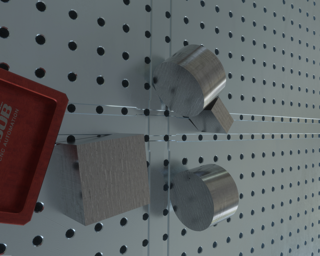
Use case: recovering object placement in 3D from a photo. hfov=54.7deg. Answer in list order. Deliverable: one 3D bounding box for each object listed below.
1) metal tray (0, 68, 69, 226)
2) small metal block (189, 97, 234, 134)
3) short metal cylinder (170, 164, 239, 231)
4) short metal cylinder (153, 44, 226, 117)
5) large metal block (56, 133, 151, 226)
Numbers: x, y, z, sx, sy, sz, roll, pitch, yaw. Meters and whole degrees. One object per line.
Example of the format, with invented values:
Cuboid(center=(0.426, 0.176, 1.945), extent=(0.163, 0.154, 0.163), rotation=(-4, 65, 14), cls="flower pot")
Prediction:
Cuboid(center=(-0.148, 0.015, 0.281), extent=(0.090, 0.030, 0.130), rotation=(23, 76, -38), cls="metal tray")
Cuboid(center=(0.071, -0.018, 0.450), extent=(0.050, 0.050, 0.025), rotation=(50, 61, -33), cls="small metal block")
Cuboid(center=(0.059, 0.093, 0.423), extent=(0.050, 0.080, 0.079), rotation=(-9, 96, -40), cls="short metal cylinder")
Cuboid(center=(0.038, -0.061, 0.405), extent=(0.050, 0.080, 0.080), rotation=(-42, 116, -32), cls="short metal cylinder")
Cuboid(center=(-0.061, 0.051, 0.342), extent=(0.081, 0.050, 0.079), rotation=(-9, 96, -40), cls="large metal block")
